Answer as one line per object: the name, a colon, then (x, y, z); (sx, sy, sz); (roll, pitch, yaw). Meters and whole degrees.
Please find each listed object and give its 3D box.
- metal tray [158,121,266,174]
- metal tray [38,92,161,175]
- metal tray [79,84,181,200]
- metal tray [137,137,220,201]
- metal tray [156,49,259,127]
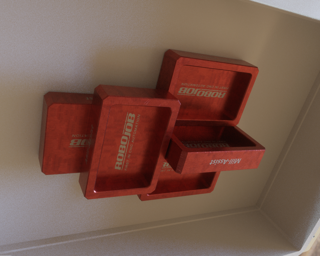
metal tray: (0.061, 0.019, 0.411); (0.131, 0.090, 0.030); (1, 118, -29)
metal tray: (-0.070, 0.007, 0.368); (0.131, 0.030, 0.089); (0, 118, -29)
metal tray: (-0.037, 0.019, 0.356); (0.091, 0.030, 0.129); (1, 118, -29)
metal tray: (0.032, 0.058, 0.458); (0.131, 0.030, 0.089); (0, 118, -29)
metal tray: (0.059, -0.048, 0.408); (0.131, 0.030, 0.089); (1, 118, -29)
